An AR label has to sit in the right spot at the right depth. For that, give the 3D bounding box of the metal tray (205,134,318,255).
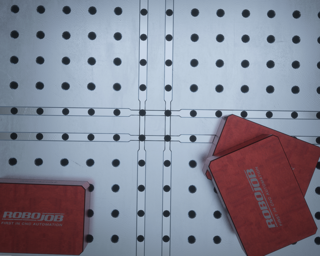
[{"bbox_3d":[0.123,0.083,0.382,0.090,0.030,0.129,-23,91,0],"label":"metal tray"}]

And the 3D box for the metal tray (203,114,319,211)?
[{"bbox_3d":[0.134,0.045,0.413,0.131,0.030,0.090,21,90,-1],"label":"metal tray"}]

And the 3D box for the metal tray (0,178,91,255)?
[{"bbox_3d":[-0.162,0.116,0.409,0.131,0.030,0.089,2,90,-1],"label":"metal tray"}]
